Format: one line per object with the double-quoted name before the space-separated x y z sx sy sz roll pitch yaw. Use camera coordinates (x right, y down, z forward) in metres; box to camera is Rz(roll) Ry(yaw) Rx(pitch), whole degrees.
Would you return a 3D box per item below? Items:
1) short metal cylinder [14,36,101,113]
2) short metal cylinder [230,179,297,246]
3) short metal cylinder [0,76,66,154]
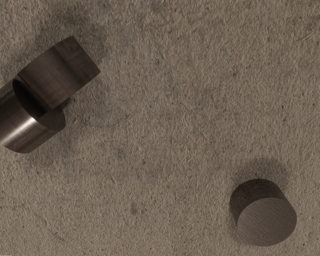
"short metal cylinder" -0.116 -0.061 0.356 0.080 0.080 0.050 -34 107 11
"short metal cylinder" 0.145 0.120 0.443 0.081 0.050 0.079 0 110 -1
"short metal cylinder" -0.162 -0.016 0.372 0.050 0.080 0.080 -34 107 11
